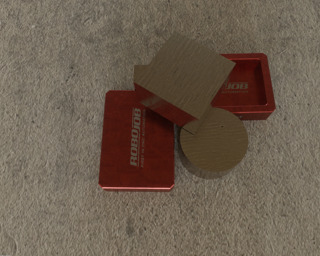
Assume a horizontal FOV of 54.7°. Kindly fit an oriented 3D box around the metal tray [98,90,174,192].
[{"bbox_3d":[-0.027,0.016,0.402,0.091,0.030,0.130,1,70,0],"label":"metal tray"}]

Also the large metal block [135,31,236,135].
[{"bbox_3d":[0.029,-0.052,0.361,0.080,0.050,0.080,31,73,10],"label":"large metal block"}]

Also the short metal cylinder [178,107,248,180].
[{"bbox_3d":[0.064,0.021,0.389,0.080,0.050,0.080,0,70,0],"label":"short metal cylinder"}]

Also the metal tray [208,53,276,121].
[{"bbox_3d":[0.084,-0.056,0.428,0.131,0.030,0.090,-1,70,-1],"label":"metal tray"}]

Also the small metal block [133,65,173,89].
[{"bbox_3d":[-0.008,-0.061,0.418,0.050,0.050,0.025,1,70,0],"label":"small metal block"}]
